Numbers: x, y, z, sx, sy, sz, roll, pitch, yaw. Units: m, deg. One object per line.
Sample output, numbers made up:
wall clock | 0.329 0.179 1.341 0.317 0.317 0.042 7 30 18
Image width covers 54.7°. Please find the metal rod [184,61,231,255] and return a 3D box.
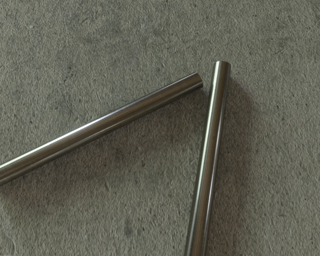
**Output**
metal rod | 0.060 0.049 0.390 0.025 0.025 0.299 11 70 3

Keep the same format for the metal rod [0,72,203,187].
metal rod | -0.079 -0.001 0.407 0.302 0.025 0.025 -27 73 -10
